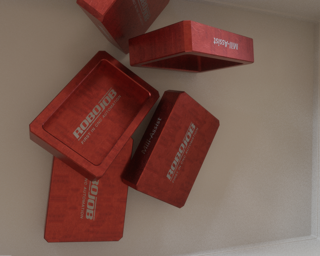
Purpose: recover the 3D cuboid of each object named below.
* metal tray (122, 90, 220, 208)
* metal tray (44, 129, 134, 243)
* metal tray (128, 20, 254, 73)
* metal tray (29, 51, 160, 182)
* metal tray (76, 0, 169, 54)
[{"bbox_3d":[0.019,0.028,0.398,0.090,0.030,0.130,34,77,-40],"label":"metal tray"},{"bbox_3d":[-0.086,0.069,0.377,0.091,0.030,0.129,7,88,-20],"label":"metal tray"},{"bbox_3d":[0.040,-0.090,0.366,0.131,0.090,0.030,-5,92,-46],"label":"metal tray"},{"bbox_3d":[-0.071,-0.016,0.356,0.090,0.030,0.130,37,62,-7],"label":"metal tray"},{"bbox_3d":[-0.031,-0.137,0.333,0.030,0.130,0.090,39,92,3],"label":"metal tray"}]
